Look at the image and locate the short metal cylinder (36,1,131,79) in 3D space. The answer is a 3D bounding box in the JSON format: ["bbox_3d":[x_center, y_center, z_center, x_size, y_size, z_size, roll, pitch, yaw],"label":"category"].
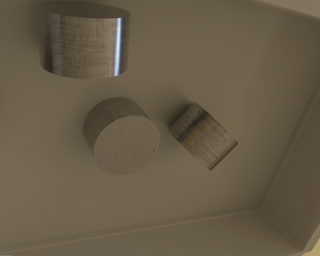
[{"bbox_3d":[-0.069,-0.083,0.284,0.081,0.080,0.050,-7,122,-25],"label":"short metal cylinder"}]

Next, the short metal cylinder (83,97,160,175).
[{"bbox_3d":[-0.046,0.010,0.373,0.081,0.050,0.079,-14,124,-21],"label":"short metal cylinder"}]

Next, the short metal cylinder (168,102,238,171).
[{"bbox_3d":[0.056,0.011,0.410,0.050,0.080,0.080,-46,129,4],"label":"short metal cylinder"}]
